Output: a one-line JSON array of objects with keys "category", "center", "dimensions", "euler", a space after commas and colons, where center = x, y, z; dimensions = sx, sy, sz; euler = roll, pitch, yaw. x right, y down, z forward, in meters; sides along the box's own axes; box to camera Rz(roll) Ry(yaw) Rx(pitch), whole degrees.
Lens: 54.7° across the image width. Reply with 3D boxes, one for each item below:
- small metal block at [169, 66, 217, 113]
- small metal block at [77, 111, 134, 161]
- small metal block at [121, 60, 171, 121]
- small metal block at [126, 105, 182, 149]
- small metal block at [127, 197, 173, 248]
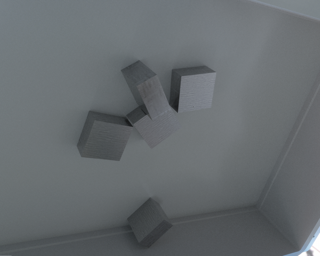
[{"category": "small metal block", "center": [0.042, -0.051, 0.402], "dimensions": [0.050, 0.025, 0.050], "euler": [-11, 123, -23]}, {"category": "small metal block", "center": [-0.068, 0.011, 0.380], "dimensions": [0.050, 0.025, 0.050], "euler": [11, 113, -33]}, {"category": "small metal block", "center": [-0.016, -0.044, 0.358], "dimensions": [0.025, 0.050, 0.050], "euler": [-31, 129, -9]}, {"category": "small metal block", "center": [-0.007, -0.009, 0.401], "dimensions": [0.050, 0.025, 0.050], "euler": [-36, 130, -5]}, {"category": "small metal block", "center": [-0.016, 0.144, 0.475], "dimensions": [0.050, 0.050, 0.025], "euler": [-43, 130, 1]}]
